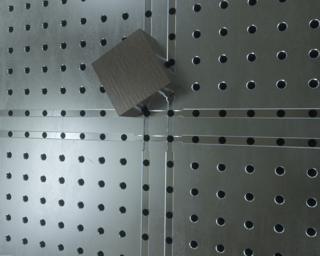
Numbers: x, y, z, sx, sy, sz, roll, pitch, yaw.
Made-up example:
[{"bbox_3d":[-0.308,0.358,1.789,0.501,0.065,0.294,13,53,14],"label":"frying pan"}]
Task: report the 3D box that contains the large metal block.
[{"bbox_3d":[-0.030,-0.069,0.410,0.080,0.050,0.080,-32,80,17],"label":"large metal block"}]
